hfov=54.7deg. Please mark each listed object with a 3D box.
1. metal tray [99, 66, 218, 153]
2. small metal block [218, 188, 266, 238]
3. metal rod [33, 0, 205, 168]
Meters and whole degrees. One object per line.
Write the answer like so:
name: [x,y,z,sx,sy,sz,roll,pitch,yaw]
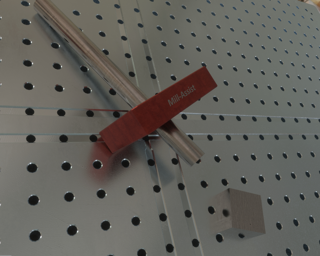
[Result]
metal tray: [0.000,-0.023,0.376,0.131,0.090,0.030,-35,94,-39]
small metal block: [0.105,0.110,0.400,0.050,0.025,0.050,16,55,-19]
metal rod: [-0.058,-0.066,0.399,0.300,0.025,0.025,45,51,10]
